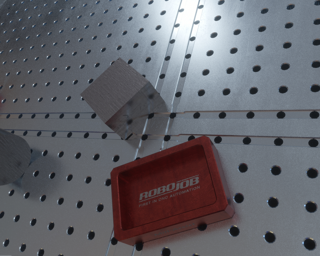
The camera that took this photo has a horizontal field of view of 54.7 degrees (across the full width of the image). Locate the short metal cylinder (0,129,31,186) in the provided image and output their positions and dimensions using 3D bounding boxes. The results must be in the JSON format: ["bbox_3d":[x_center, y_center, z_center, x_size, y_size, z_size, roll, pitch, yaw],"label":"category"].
[{"bbox_3d":[-0.251,0.043,0.479,0.050,0.080,0.080,16,70,34],"label":"short metal cylinder"}]

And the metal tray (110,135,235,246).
[{"bbox_3d":[0.009,0.072,0.356,0.130,0.030,0.090,-21,54,15],"label":"metal tray"}]

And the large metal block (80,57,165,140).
[{"bbox_3d":[-0.055,-0.043,0.448,0.080,0.050,0.080,-44,51,-3],"label":"large metal block"}]
